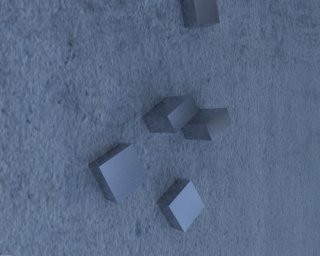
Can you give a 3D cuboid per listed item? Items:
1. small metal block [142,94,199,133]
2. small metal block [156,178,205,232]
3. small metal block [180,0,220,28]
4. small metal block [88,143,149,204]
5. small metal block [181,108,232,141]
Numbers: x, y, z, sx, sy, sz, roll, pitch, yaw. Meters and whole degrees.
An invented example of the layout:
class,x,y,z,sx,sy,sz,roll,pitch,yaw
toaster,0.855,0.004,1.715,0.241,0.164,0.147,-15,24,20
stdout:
class,x,y,z,sx,sy,sz,roll,pitch,yaw
small metal block,0.014,-0.018,0.402,0.050,0.050,0.025,-43,116,-32
small metal block,0.030,0.107,0.432,0.050,0.025,0.050,-43,116,-32
small metal block,0.059,-0.176,0.456,0.050,0.025,0.050,-18,102,-39
small metal block,-0.048,0.052,0.366,0.050,0.025,0.050,-36,112,-34
small metal block,0.066,-0.006,0.446,0.050,0.050,0.025,-36,113,-34
